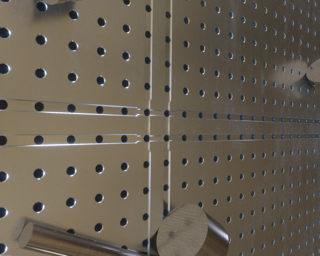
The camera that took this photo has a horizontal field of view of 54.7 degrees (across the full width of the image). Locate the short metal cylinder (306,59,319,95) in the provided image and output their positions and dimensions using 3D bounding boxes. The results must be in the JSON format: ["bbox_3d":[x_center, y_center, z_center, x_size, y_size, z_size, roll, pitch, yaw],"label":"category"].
[{"bbox_3d":[0.376,-0.116,0.688,0.050,0.080,0.080,44,63,-31],"label":"short metal cylinder"}]

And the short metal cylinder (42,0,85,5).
[{"bbox_3d":[-0.091,-0.164,0.297,0.050,0.080,0.080,-28,108,-37],"label":"short metal cylinder"}]

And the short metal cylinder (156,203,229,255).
[{"bbox_3d":[0.042,0.148,0.409,0.050,0.080,0.080,44,64,-31],"label":"short metal cylinder"}]

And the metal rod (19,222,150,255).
[{"bbox_3d":[-0.026,0.170,0.387,0.301,0.025,0.025,33,70,-35],"label":"metal rod"}]
